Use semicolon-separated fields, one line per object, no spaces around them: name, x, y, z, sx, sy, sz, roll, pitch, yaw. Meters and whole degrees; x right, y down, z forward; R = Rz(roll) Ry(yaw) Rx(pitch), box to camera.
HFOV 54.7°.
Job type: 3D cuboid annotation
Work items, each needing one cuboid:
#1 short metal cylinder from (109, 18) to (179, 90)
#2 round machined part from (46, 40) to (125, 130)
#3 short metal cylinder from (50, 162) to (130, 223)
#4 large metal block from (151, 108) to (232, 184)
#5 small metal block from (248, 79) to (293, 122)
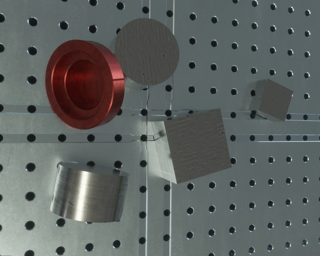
short metal cylinder;-0.023;-0.091;0.391;0.081;0.050;0.079;0;90;-20
round machined part;-0.080;-0.050;0.355;0.042;0.098;0.097;-20;99;-59
short metal cylinder;-0.079;0.071;0.354;0.081;0.080;0.050;11;86;-20
large metal block;0.041;0.022;0.414;0.081;0.050;0.080;-14;95;-20
small metal block;0.170;-0.042;0.475;0.050;0.025;0.050;21;83;-19
